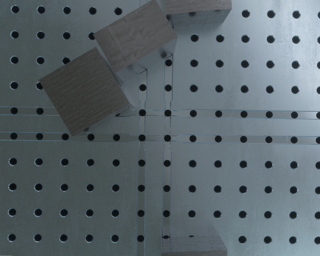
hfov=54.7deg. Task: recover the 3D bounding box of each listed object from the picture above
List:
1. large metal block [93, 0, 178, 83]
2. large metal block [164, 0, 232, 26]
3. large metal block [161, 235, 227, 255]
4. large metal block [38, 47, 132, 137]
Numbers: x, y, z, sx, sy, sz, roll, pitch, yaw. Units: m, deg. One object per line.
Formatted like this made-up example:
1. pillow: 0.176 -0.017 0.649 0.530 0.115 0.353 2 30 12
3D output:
1. large metal block: -0.028 -0.103 0.385 0.080 0.080 0.050 -30 90 0
2. large metal block: 0.044 -0.182 0.401 0.081 0.050 0.079 -5 90 -1
3. large metal block: 0.043 0.190 0.402 0.081 0.050 0.079 -3 90 -1
4. large metal block: -0.092 -0.044 0.400 0.080 0.050 0.080 -31 90 0
